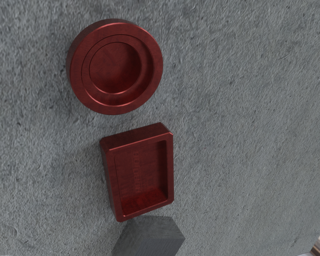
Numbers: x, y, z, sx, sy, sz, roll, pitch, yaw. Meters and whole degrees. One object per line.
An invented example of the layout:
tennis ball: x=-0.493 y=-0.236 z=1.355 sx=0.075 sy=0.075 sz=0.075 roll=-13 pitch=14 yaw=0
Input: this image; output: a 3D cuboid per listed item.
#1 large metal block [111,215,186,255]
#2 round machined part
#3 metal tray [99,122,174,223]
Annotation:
large metal block: x=-0.019 y=0.189 z=0.499 sx=0.081 sy=0.050 sz=0.080 roll=15 pitch=111 yaw=-35
round machined part: x=-0.050 y=-0.066 z=0.329 sx=0.099 sy=0.042 sz=0.097 roll=-14 pitch=125 yaw=-21
metal tray: x=-0.028 y=0.063 z=0.428 sx=0.091 sy=0.030 sz=0.129 roll=-16 pitch=125 yaw=-20
